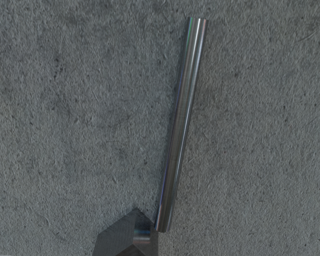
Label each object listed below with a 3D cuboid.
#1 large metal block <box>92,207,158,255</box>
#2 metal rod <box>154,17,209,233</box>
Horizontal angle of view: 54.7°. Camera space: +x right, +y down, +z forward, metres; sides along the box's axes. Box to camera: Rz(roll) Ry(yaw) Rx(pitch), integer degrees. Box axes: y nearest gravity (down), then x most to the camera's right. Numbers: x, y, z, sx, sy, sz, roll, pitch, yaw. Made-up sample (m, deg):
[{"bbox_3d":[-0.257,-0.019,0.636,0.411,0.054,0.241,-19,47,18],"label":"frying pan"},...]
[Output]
[{"bbox_3d":[-0.050,0.175,0.444,0.080,0.080,0.050,-37,106,12],"label":"large metal block"},{"bbox_3d":[0.024,0.010,0.413,0.025,0.025,0.298,7,110,-3],"label":"metal rod"}]
